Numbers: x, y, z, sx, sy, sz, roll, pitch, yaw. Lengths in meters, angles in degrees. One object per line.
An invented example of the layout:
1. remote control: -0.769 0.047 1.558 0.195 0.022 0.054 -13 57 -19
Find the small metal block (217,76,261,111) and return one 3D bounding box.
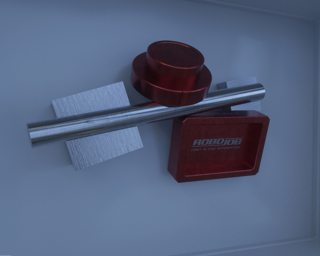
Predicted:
1. small metal block: 0.116 -0.045 0.453 0.050 0.025 0.050 -12 94 -20

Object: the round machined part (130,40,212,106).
1. round machined part: 0.016 -0.072 0.375 0.099 0.098 0.042 -5 132 -20

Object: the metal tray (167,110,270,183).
1. metal tray: 0.080 0.023 0.422 0.131 0.030 0.089 -2 110 -21

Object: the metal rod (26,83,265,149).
1. metal rod: 0.006 -0.022 0.365 0.303 0.025 0.025 -12 95 -27

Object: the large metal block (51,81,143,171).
1. large metal block: -0.076 -0.003 0.367 0.081 0.050 0.080 -19 97 -19
